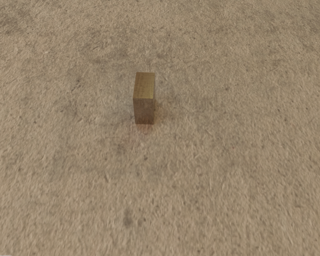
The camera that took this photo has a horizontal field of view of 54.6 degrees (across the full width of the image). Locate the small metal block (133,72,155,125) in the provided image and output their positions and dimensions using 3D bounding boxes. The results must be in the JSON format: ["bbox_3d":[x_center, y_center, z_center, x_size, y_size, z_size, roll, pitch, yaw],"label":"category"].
[{"bbox_3d":[-0.020,-0.040,0.421,0.025,0.050,0.050,2,50,2],"label":"small metal block"}]
